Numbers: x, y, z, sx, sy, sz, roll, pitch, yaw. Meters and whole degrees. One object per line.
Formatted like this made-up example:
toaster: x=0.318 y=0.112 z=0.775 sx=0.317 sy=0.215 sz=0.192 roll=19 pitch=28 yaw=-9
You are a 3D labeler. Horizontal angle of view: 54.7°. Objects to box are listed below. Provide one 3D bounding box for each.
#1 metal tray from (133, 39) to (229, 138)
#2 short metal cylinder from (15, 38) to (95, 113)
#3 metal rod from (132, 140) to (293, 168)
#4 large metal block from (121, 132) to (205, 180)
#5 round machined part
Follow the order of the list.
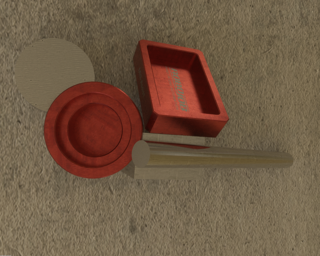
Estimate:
metal tray: x=0.021 y=-0.050 z=0.376 sx=0.091 sy=0.030 sz=0.130 roll=5 pitch=49 yaw=-20
short metal cylinder: x=-0.119 y=-0.056 z=0.353 sx=0.081 sy=0.050 sz=0.079 roll=0 pitch=90 yaw=-21
metal rod: x=0.090 y=0.037 z=0.382 sx=0.302 sy=0.025 sz=0.025 roll=7 pitch=88 yaw=-44
large metal block: x=-0.002 y=0.032 z=0.381 sx=0.081 sy=0.080 sz=0.050 roll=5 pitch=89 yaw=-20
round machined part: x=-0.067 y=0.002 z=0.330 sx=0.099 sy=0.042 sz=0.097 roll=0 pitch=89 yaw=0
